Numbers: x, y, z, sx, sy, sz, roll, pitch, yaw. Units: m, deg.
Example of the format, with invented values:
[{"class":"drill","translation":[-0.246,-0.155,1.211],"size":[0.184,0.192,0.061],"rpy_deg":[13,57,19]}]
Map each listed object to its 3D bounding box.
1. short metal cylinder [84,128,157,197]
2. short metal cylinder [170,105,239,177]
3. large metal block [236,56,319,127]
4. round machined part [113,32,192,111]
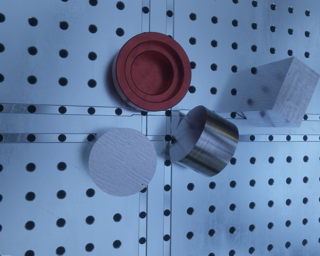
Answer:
[{"class":"short metal cylinder","translation":[-0.050,0.039,0.381],"size":[0.081,0.050,0.079],"rpy_deg":[0,90,-20]},{"class":"short metal cylinder","translation":[0.056,0.017,0.404],"size":[0.050,0.080,0.080],"rpy_deg":[28,81,-18]},{"class":"large metal block","translation":[0.166,-0.048,0.445],"size":[0.050,0.080,0.080],"rpy_deg":[29,81,-18]},{"class":"round machined part","translation":[-0.013,-0.069,0.399],"size":[0.099,0.042,0.097],"rpy_deg":[0,90,-20]}]
